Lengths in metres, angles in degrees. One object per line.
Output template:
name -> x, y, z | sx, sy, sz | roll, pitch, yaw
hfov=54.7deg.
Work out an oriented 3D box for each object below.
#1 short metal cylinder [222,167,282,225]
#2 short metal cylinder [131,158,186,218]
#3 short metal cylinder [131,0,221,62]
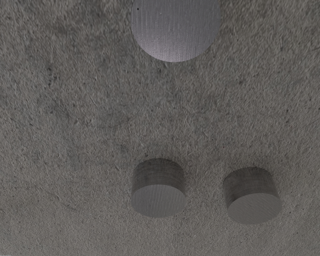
short metal cylinder -> 0.142, 0.106, 0.482 | 0.081, 0.050, 0.079 | 0, 130, 0
short metal cylinder -> -0.002, 0.091, 0.468 | 0.081, 0.050, 0.079 | 0, 130, 0
short metal cylinder -> 0.014, -0.111, 0.296 | 0.081, 0.050, 0.079 | 0, 130, 0
